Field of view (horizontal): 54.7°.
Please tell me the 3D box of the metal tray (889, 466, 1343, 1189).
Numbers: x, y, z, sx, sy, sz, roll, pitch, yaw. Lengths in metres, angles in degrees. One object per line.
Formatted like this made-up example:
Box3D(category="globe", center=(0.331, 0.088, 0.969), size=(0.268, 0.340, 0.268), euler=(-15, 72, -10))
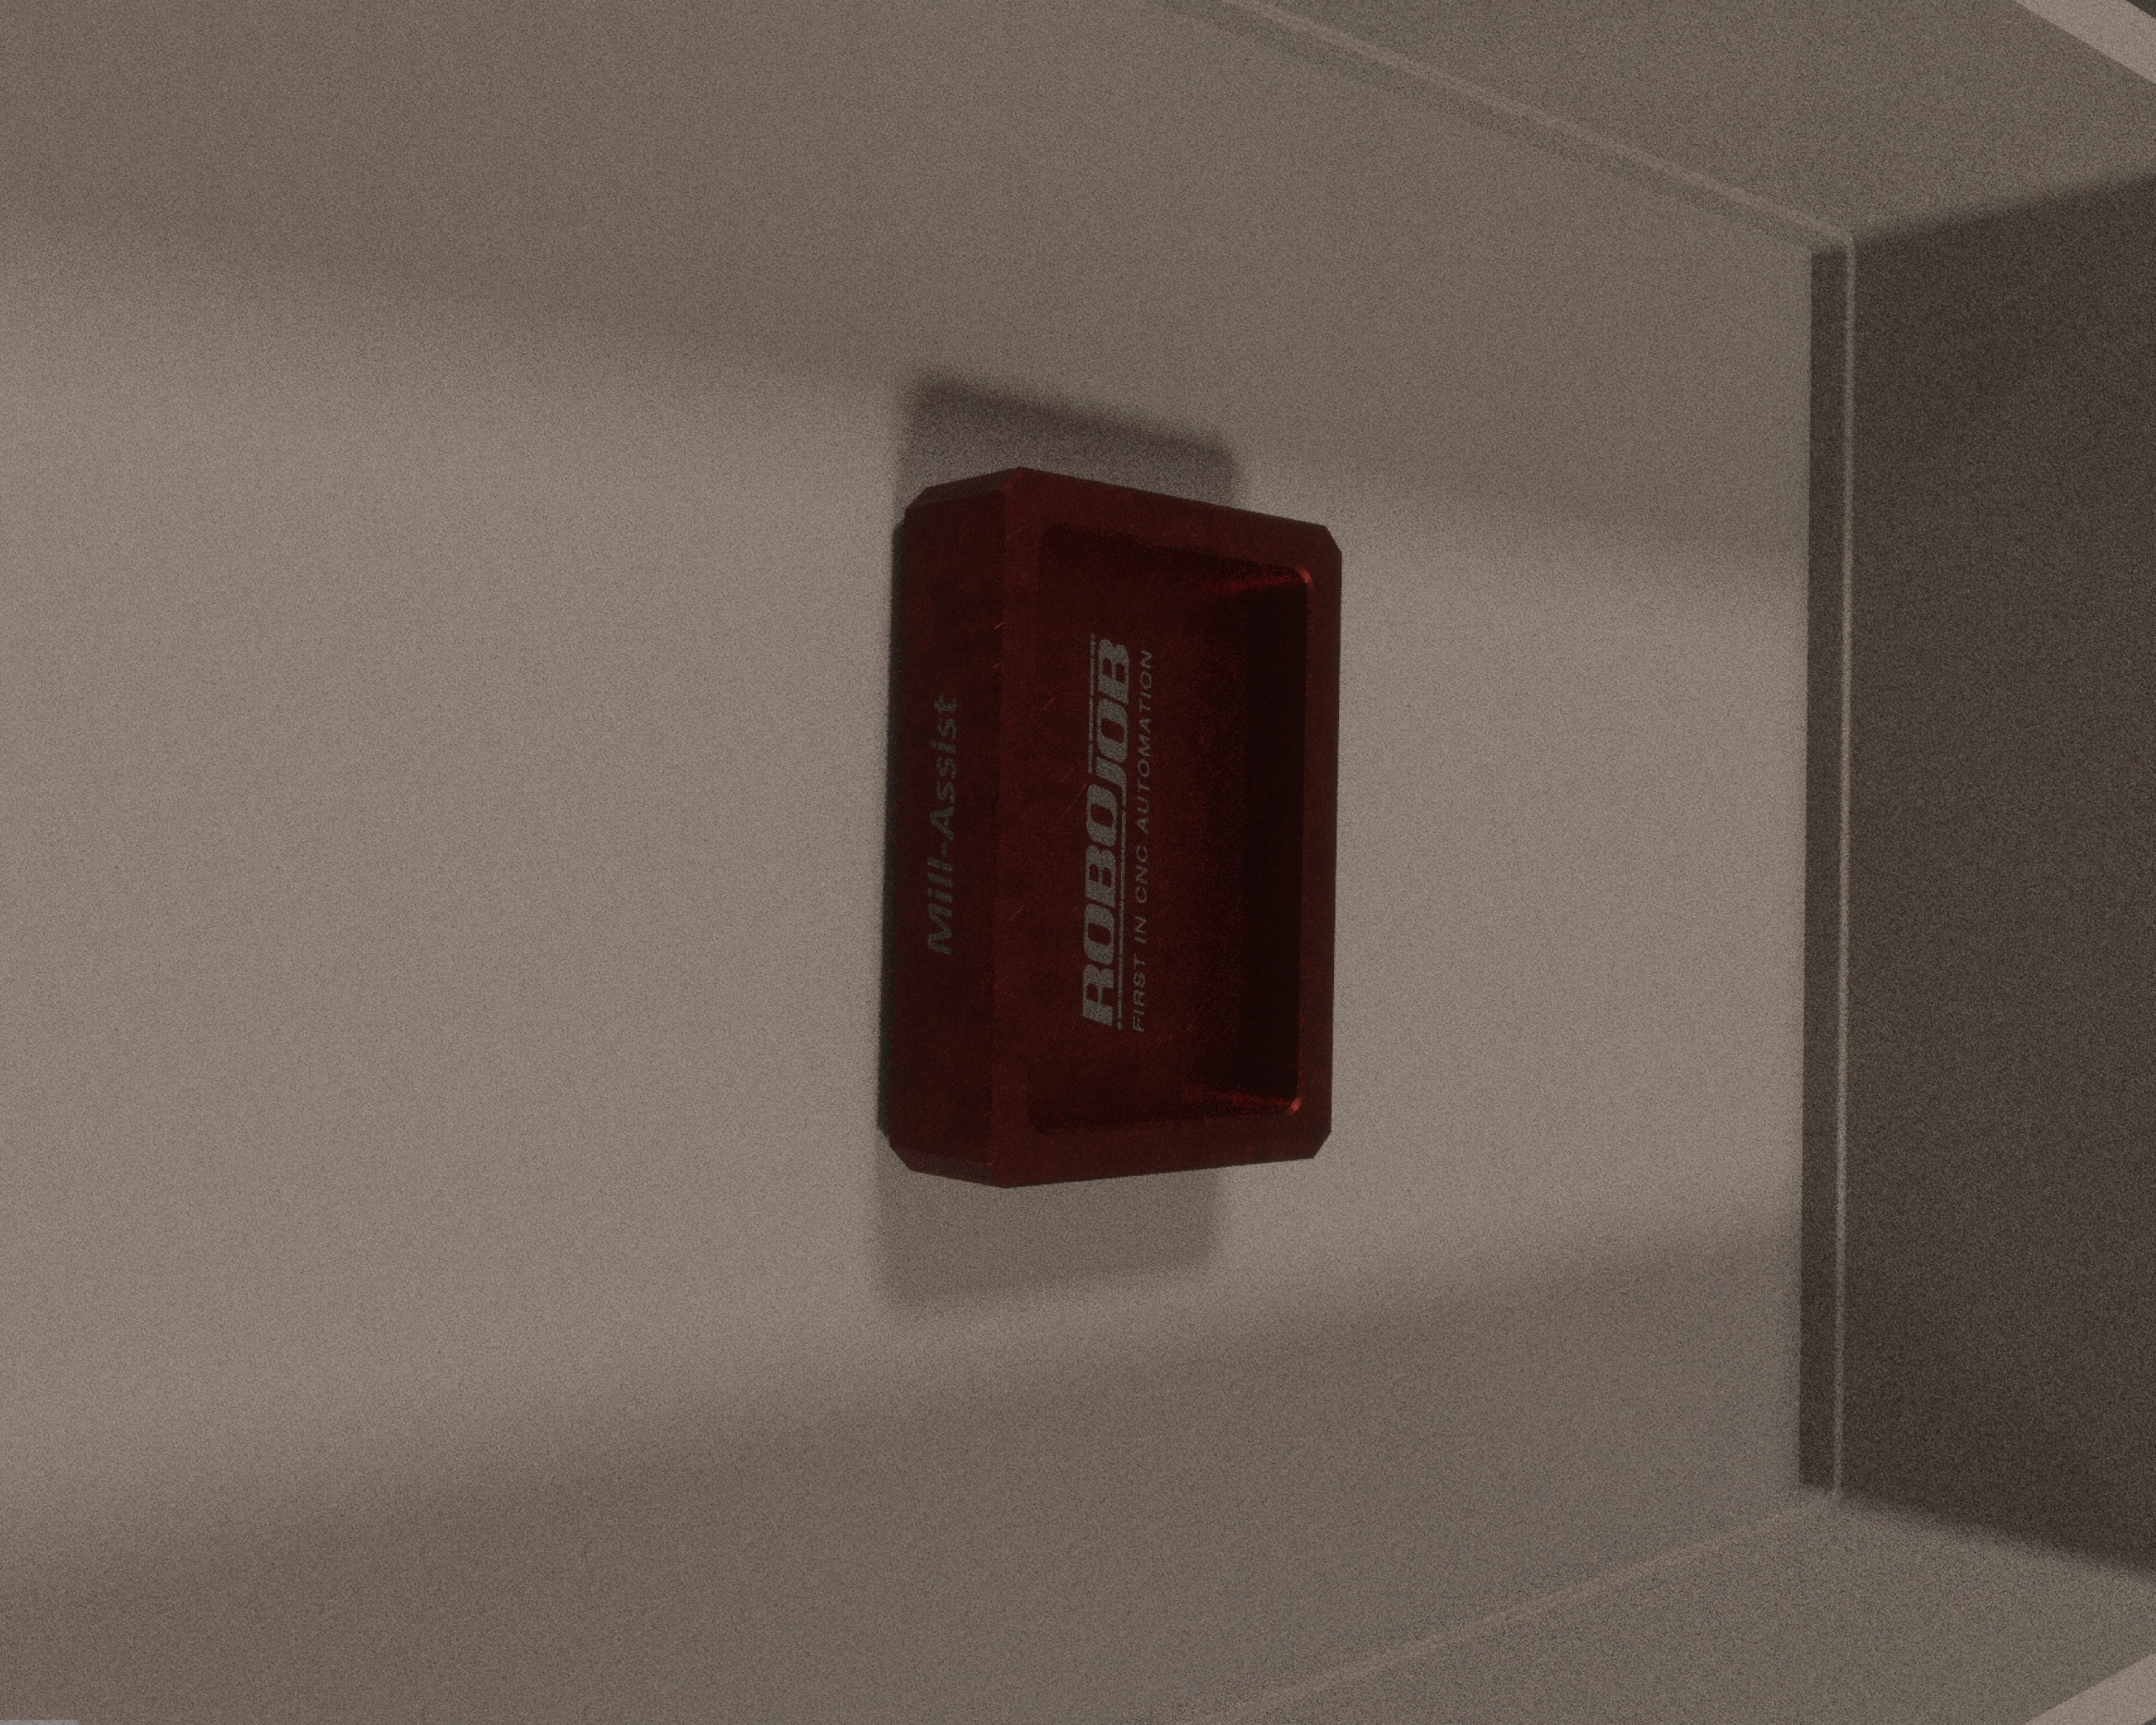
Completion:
Box3D(category="metal tray", center=(0.010, -0.005, 0.409), size=(0.091, 0.030, 0.129), euler=(2, 88, -41))
